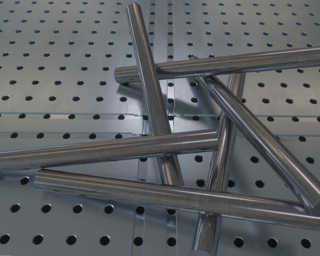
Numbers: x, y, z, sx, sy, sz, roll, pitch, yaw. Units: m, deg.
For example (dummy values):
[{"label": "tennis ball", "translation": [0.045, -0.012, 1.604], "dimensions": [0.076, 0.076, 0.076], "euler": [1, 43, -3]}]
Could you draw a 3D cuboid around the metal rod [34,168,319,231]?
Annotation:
[{"label": "metal rod", "translation": [0.008, 0.071, 0.322], "dimensions": [0.301, 0.025, 0.025], "euler": [5, 50, 14]}]

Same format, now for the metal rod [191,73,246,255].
[{"label": "metal rod", "translation": [0.084, 0.014, 0.396], "dimensions": [0.025, 0.025, 0.300], "euler": [12, 51, 10]}]

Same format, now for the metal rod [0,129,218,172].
[{"label": "metal rod", "translation": [-0.087, 0.029, 0.355], "dimensions": [0.301, 0.025, 0.025], "euler": [-6, 50, 5]}]

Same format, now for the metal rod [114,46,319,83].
[{"label": "metal rod", "translation": [0.076, -0.085, 0.425], "dimensions": [0.301, 0.025, 0.025], "euler": [-2, 48, 20]}]

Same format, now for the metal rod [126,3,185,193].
[{"label": "metal rod", "translation": [-0.012, -0.055, 0.415], "dimensions": [0.025, 0.025, 0.299], "euler": [-9, 62, -7]}]

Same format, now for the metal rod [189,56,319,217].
[{"label": "metal rod", "translation": [0.097, -0.018, 0.381], "dimensions": [0.025, 0.025, 0.300], "euler": [-14, 39, -11]}]
